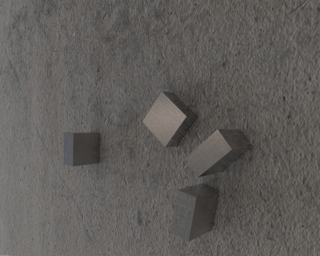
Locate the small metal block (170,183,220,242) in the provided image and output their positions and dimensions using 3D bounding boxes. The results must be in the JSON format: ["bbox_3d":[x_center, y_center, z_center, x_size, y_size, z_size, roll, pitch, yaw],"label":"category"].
[{"bbox_3d":[0.041,0.095,0.355,0.025,0.050,0.050,15,100,39],"label":"small metal block"}]

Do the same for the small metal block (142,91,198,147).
[{"bbox_3d":[0.012,-0.011,0.395,0.050,0.025,0.050,48,118,29],"label":"small metal block"}]

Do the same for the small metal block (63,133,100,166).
[{"bbox_3d":[-0.123,0.032,0.491,0.025,0.050,0.050,2,92,40],"label":"small metal block"}]

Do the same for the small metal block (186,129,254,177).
[{"bbox_3d":[0.065,0.026,0.335,0.050,0.050,0.025,-46,63,30],"label":"small metal block"}]
